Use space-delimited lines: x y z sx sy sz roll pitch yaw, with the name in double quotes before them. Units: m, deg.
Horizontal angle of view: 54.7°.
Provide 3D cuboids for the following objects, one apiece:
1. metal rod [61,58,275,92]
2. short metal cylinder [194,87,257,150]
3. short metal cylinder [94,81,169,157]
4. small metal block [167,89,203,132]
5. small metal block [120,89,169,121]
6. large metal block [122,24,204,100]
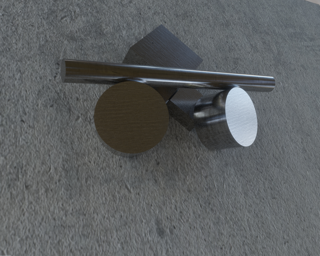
"metal rod" 0.032 -0.063 0.394 0.303 0.025 0.025 -1 63 -29
"short metal cylinder" 0.091 -0.011 0.427 0.081 0.050 0.080 13 72 -44
"short metal cylinder" -0.034 -0.008 0.357 0.081 0.050 0.080 2 79 -10
"small metal block" 0.040 -0.031 0.445 0.050 0.025 0.050 40 51 -1
"small metal block" -0.025 -0.033 0.412 0.050 0.025 0.050 40 50 -1
"large metal block" 0.002 -0.089 0.442 0.080 0.050 0.080 41 51 -1
